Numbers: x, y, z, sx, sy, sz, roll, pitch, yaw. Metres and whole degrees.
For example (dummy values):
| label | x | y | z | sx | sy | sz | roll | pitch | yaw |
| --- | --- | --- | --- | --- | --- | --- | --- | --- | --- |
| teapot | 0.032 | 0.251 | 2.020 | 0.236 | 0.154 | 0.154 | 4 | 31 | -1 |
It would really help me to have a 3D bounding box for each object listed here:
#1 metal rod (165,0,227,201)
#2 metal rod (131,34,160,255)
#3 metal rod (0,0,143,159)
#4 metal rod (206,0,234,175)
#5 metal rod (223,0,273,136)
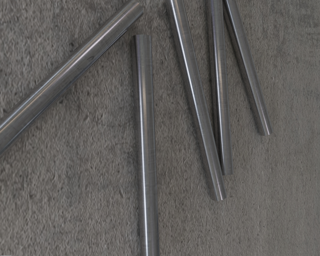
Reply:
| label | x | y | z | sx | sy | sz | roll | pitch | yaw |
| --- | --- | --- | --- | --- | --- | --- | --- | --- | --- |
| metal rod | 0.055 | -0.034 | 0.450 | 0.025 | 0.025 | 0.298 | -24 | 105 | -37 |
| metal rod | -0.017 | 0.036 | 0.390 | 0.025 | 0.025 | 0.298 | -4 | 93 | -40 |
| metal rod | -0.111 | -0.037 | 0.311 | 0.025 | 0.025 | 0.301 | 52 | 60 | -28 |
| metal rod | 0.092 | -0.076 | 0.481 | 0.025 | 0.025 | 0.298 | -8 | 95 | -40 |
| metal rod | 0.141 | -0.124 | 0.522 | 0.025 | 0.025 | 0.299 | -35 | 111 | -35 |
